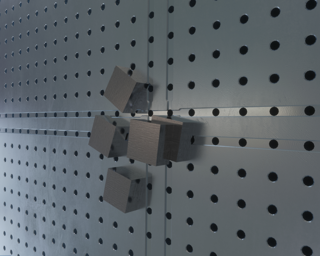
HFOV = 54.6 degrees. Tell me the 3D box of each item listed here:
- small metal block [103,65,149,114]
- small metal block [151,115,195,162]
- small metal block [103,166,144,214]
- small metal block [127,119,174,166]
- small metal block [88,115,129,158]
[{"bbox_3d":[-0.050,-0.056,0.452,0.050,0.025,0.050,42,115,32],"label":"small metal block"},{"bbox_3d":[0.013,0.012,0.400,0.050,0.025,0.050,15,99,39],"label":"small metal block"},{"bbox_3d":[-0.055,0.090,0.456,0.050,0.025,0.050,19,102,38],"label":"small metal block"},{"bbox_3d":[-0.013,0.017,0.389,0.050,0.025,0.050,11,97,39],"label":"small metal block"},{"bbox_3d":[-0.080,0.012,0.477,0.050,0.025,0.050,27,107,37],"label":"small metal block"}]
